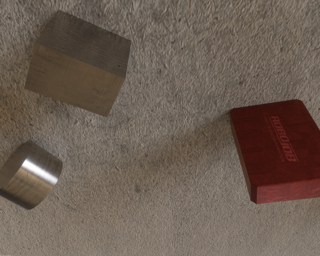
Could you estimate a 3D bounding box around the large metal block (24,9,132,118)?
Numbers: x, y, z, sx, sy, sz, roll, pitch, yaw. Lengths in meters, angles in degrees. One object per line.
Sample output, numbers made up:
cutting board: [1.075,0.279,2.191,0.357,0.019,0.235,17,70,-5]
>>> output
large metal block: [-0.078,-0.066,0.314,0.080,0.080,0.050,20,127,-16]

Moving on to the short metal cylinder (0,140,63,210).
short metal cylinder: [-0.181,0.064,0.424,0.080,0.080,0.050,-32,123,24]

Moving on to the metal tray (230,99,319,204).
metal tray: [0.137,0.021,0.358,0.090,0.130,0.030,-8,130,6]
